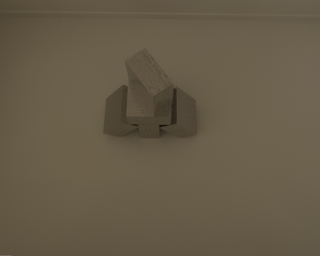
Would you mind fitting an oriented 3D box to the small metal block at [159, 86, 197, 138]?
[{"bbox_3d":[0.024,-0.019,0.399,0.025,0.050,0.050,-13,66,32],"label":"small metal block"}]

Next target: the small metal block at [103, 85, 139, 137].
[{"bbox_3d":[-0.049,-0.021,0.398,0.025,0.050,0.050,13,66,-31],"label":"small metal block"}]

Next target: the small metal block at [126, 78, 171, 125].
[{"bbox_3d":[-0.012,-0.032,0.365,0.050,0.025,0.050,1,70,0],"label":"small metal block"}]

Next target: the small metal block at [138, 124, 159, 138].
[{"bbox_3d":[-0.013,-0.019,0.401,0.025,0.050,0.050,1,70,0],"label":"small metal block"}]

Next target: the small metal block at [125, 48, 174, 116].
[{"bbox_3d":[-0.011,-0.048,0.331,0.025,0.050,0.050,-34,73,-11],"label":"small metal block"}]
